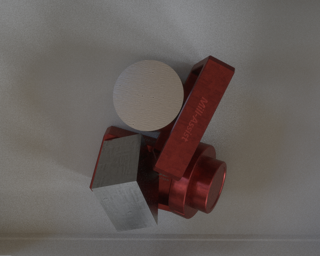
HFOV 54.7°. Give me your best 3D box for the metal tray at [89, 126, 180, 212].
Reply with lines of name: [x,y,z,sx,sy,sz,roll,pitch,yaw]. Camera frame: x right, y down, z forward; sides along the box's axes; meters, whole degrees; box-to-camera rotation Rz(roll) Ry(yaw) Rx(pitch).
metal tray: [-0.021,0.059,0.427,0.131,0.030,0.089,16,109,-6]

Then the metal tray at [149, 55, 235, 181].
metal tray: [0.031,-0.013,0.354,0.030,0.090,0.129,26,92,-6]

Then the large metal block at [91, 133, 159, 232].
large metal block: [-0.037,0.066,0.380,0.050,0.080,0.080,-12,126,10]

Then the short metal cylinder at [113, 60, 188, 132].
short metal cylinder: [-0.009,-0.035,0.367,0.080,0.050,0.080,-1,87,11]

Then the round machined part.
round machined part: [0.053,0.069,0.393,0.042,0.099,0.097,17,112,26]
